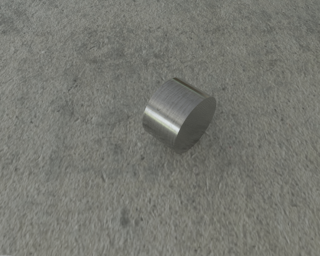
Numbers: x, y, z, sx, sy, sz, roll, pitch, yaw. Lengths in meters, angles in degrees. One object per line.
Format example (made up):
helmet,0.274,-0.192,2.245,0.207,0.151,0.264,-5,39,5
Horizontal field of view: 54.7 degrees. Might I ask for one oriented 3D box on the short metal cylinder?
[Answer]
short metal cylinder,0.025,-0.015,0.380,0.050,0.080,0.080,35,58,25
